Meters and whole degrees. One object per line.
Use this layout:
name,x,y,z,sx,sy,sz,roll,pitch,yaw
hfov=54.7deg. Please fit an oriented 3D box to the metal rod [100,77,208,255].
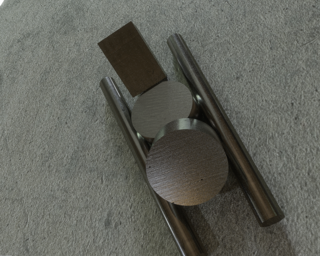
metal rod,-0.024,0.029,0.399,0.025,0.025,0.300,-35,51,5

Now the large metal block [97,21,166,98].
large metal block,-0.034,-0.093,0.425,0.050,0.080,0.080,-32,10,8

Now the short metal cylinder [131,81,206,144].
short metal cylinder,0.011,-0.012,0.391,0.080,0.050,0.080,-13,56,21

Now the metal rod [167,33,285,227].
metal rod,0.065,-0.023,0.385,0.025,0.025,0.299,-28,52,10

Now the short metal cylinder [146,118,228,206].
short metal cylinder,0.028,0.034,0.327,0.080,0.080,0.050,-28,10,10
